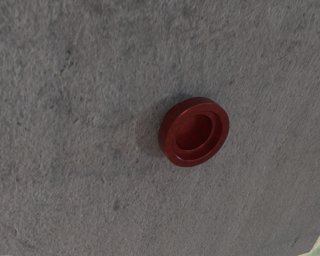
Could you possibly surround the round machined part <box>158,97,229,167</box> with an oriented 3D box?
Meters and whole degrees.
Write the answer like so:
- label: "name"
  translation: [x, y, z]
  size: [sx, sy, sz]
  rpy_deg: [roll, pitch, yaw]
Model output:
- label: "round machined part"
  translation: [0.042, 0.002, 0.422]
  size: [0.099, 0.042, 0.097]
  rpy_deg: [-14, 125, -21]
